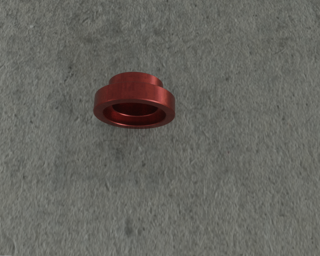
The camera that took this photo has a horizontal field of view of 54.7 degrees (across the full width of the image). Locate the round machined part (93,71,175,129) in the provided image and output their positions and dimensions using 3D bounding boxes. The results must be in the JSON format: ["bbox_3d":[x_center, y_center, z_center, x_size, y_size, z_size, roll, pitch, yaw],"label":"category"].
[{"bbox_3d":[-0.030,-0.035,0.382,0.099,0.098,0.042,1,70,0],"label":"round machined part"}]
